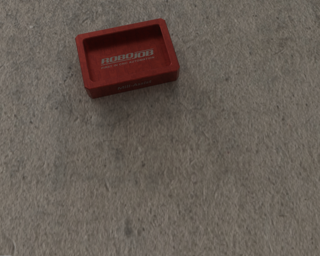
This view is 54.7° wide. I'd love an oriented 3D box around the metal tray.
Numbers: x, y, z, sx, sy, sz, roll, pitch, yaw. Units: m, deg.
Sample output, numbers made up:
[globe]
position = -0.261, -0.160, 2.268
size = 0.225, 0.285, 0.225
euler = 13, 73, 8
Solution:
[metal tray]
position = -0.046, -0.100, 0.441
size = 0.131, 0.030, 0.090
euler = -13, 71, -5
